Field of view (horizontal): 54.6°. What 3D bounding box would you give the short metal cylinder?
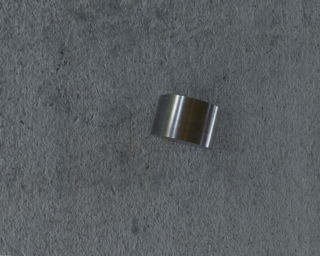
[{"bbox_3d":[0.033,-0.006,0.391,0.080,0.080,0.050,16,85,-19],"label":"short metal cylinder"}]
